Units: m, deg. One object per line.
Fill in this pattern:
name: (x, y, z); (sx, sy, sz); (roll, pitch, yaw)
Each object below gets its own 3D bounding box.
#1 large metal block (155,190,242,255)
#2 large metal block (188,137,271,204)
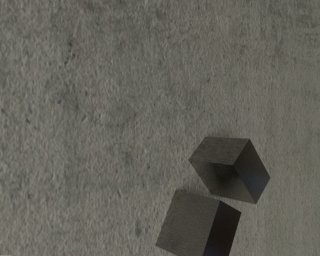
large metal block: (0.051, 0.135, 0.414); (0.050, 0.080, 0.080); (35, 69, -35)
large metal block: (0.102, 0.060, 0.458); (0.050, 0.080, 0.080); (-50, 120, -29)
